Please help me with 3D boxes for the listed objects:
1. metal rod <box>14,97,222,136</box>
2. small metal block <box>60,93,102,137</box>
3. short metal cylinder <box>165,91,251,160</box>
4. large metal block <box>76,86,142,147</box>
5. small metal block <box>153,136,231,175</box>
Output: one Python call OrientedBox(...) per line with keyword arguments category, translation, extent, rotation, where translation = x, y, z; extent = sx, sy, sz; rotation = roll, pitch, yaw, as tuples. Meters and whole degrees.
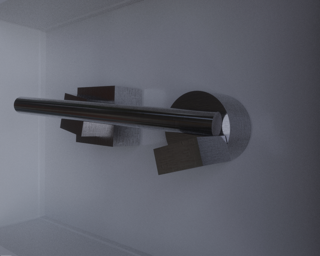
OrientedBox(category="metal rod", translation=(-0.073, -0.018, 0.371), extent=(0.300, 0.025, 0.025), rotation=(7, 94, 31))
OrientedBox(category="small metal block", translation=(-0.109, -0.019, 0.427), extent=(0.050, 0.025, 0.050), rotation=(17, 100, 38))
OrientedBox(category="short metal cylinder", translation=(0.053, 0.001, 0.343), extent=(0.080, 0.050, 0.079), rotation=(0, 90, 39))
OrientedBox(category="large metal block", translation=(-0.075, -0.017, 0.446), extent=(0.080, 0.050, 0.079), rotation=(4, 92, 39))
OrientedBox(category="small metal block", translation=(0.031, 0.026, 0.295), extent=(0.050, 0.050, 0.025), rotation=(-18, 79, 38))
